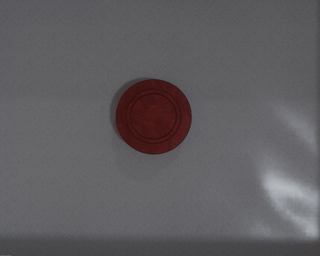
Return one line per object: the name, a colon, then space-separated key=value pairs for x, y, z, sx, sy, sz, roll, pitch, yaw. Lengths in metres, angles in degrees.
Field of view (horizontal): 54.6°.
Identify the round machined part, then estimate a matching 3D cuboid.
round machined part: x=-0.008 y=-0.014 z=0.400 sx=0.099 sy=0.042 sz=0.097 roll=0 pitch=90 yaw=0
